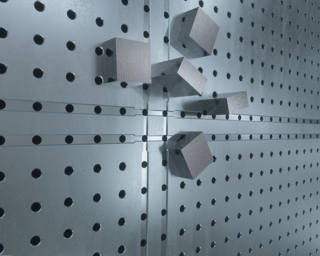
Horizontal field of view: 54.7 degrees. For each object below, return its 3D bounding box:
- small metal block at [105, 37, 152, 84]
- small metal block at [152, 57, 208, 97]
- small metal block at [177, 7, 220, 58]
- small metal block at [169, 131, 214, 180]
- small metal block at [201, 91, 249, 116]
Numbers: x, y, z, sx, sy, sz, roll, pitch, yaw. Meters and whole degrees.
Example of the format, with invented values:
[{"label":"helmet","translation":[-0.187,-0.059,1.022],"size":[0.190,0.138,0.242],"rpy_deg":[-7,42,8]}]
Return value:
[{"label":"small metal block","translation":[-0.038,-0.080,0.378],"size":[0.050,0.025,0.050],"rpy_deg":[-3,92,-40]},{"label":"small metal block","translation":[0.026,-0.067,0.417],"size":[0.050,0.050,0.025],"rpy_deg":[36,68,-35]},{"label":"small metal block","translation":[0.058,-0.141,0.460],"size":[0.050,0.025,0.050],"rpy_deg":[30,71,-36]},{"label":"small metal block","translation":[0.047,0.039,0.451],"size":[0.050,0.025,0.050],"rpy_deg":[-36,113,-34]},{"label":"small metal block","translation":[0.100,-0.038,0.480],"size":[0.050,0.050,0.025],"rpy_deg":[-20,103,-39]}]
